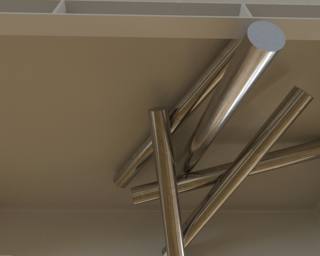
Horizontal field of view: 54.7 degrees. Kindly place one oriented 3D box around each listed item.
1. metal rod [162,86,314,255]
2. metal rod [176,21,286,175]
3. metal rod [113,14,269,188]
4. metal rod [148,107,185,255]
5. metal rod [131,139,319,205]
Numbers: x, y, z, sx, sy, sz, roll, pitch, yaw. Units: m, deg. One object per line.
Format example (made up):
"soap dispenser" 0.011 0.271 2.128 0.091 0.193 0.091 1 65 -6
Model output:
"metal rod" 0.089 0.075 0.407 0.025 0.025 0.298 24 114 -20
"metal rod" 0.051 0.003 0.332 0.025 0.025 0.299 5 155 -5
"metal rod" 0.021 -0.013 0.397 0.025 0.025 0.298 26 125 -21
"metal rod" 0.016 0.120 0.414 0.025 0.025 0.298 -6 105 4
"metal rod" 0.109 0.058 0.431 0.302 0.025 0.025 -14 129 0
